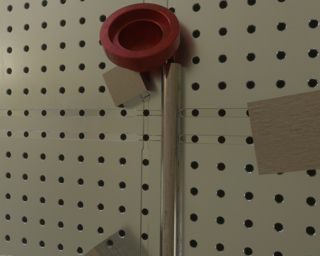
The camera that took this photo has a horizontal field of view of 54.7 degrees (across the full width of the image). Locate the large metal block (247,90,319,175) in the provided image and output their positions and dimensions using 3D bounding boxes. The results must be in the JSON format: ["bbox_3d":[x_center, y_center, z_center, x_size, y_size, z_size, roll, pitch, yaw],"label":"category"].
[{"bbox_3d":[0.147,0.005,0.347,0.080,0.050,0.080,-10,87,19],"label":"large metal block"}]

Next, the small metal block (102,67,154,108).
[{"bbox_3d":[-0.044,-0.062,0.428,0.050,0.025,0.050,-26,82,18],"label":"small metal block"}]

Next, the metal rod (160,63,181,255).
[{"bbox_3d":[0.013,0.066,0.407,0.025,0.025,0.298,1,90,20],"label":"metal rod"}]

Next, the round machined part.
[{"bbox_3d":[-0.023,-0.111,0.396,0.099,0.042,0.098,-3,59,5],"label":"round machined part"}]

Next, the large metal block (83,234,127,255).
[{"bbox_3d":[-0.082,0.211,0.428,0.080,0.050,0.080,-42,77,15],"label":"large metal block"}]
